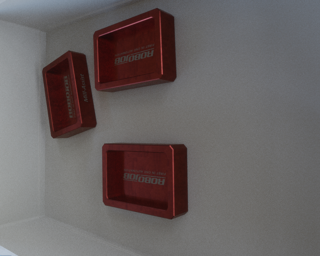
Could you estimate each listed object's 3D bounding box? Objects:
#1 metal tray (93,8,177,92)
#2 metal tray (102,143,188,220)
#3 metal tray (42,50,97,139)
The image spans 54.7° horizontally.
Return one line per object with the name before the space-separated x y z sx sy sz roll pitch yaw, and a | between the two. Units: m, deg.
metal tray | -0.039 -0.103 0.433 0.130 0.030 0.089 -3 88 39
metal tray | -0.024 0.066 0.421 0.130 0.030 0.089 -1 89 39
metal tray | -0.157 -0.054 0.529 0.090 0.030 0.129 -18 79 38
